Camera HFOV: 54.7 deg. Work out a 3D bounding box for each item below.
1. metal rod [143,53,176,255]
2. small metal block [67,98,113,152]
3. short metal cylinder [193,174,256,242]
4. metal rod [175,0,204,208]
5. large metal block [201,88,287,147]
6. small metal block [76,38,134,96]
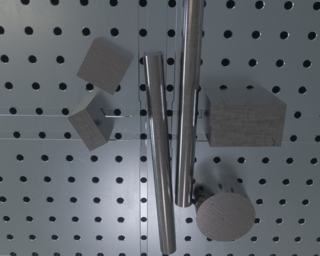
[{"bbox_3d":[0.002,0.049,0.431,0.025,0.025,0.298,-4,110,1],"label":"metal rod"},{"bbox_3d":[-0.087,-0.006,0.397,0.025,0.050,0.050,-27,108,9],"label":"small metal block"},{"bbox_3d":[0.089,0.113,0.443,0.081,0.050,0.079,0,110,0],"label":"short metal cylinder"},{"bbox_3d":[0.037,-0.030,0.402,0.025,0.025,0.298,1,110,-1],"label":"metal rod"},{"bbox_3d":[0.097,-0.016,0.379,0.081,0.080,0.050,0,110,0],"label":"large metal block"},{"bbox_3d":[-0.068,-0.076,0.385,0.050,0.025,0.050,28,108,-10],"label":"small metal block"}]
